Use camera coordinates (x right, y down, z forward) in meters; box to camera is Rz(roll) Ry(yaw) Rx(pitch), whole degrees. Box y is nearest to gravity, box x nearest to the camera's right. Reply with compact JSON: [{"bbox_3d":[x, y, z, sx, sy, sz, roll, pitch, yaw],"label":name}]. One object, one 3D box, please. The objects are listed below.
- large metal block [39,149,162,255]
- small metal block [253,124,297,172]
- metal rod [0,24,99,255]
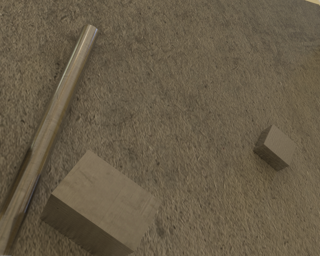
[{"bbox_3d":[-0.058,0.077,0.290,0.080,0.080,0.050,37,51,-4],"label":"large metal block"},{"bbox_3d":[0.179,0.030,0.481,0.050,0.025,0.050,40,51,-1],"label":"small metal block"},{"bbox_3d":[-0.119,-0.013,0.347,0.025,0.025,0.300,21,54,-16],"label":"metal rod"}]
